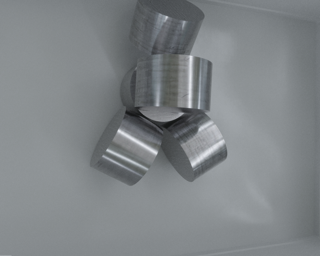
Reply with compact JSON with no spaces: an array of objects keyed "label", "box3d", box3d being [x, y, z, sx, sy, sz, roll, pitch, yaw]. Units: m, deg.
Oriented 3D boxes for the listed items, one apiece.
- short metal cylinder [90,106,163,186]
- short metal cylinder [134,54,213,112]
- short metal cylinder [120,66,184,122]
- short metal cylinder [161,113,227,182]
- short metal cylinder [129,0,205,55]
[{"label":"short metal cylinder","box3d":[-0.040,0.021,0.365,0.050,0.080,0.080,31,80,-17]},{"label":"short metal cylinder","box3d":[0.014,-0.044,0.331,0.081,0.080,0.050,3,89,-20]},{"label":"short metal cylinder","box3d":[-0.005,-0.047,0.392,0.081,0.050,0.080,0,90,-20]},{"label":"short metal cylinder","box3d":[0.039,0.021,0.394,0.050,0.080,0.080,-30,100,-17]},{"label":"short metal cylinder","box3d":[0.007,-0.124,0.375,0.081,0.080,0.050,4,131,-20]}]
